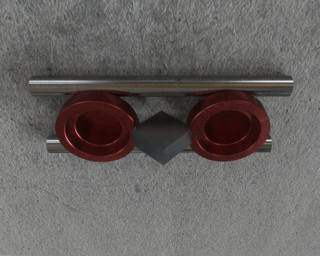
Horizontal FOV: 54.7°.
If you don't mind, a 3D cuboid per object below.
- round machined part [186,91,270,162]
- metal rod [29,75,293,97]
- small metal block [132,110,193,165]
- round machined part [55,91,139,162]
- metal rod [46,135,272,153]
[{"bbox_3d":[0.082,-0.006,0.386,0.099,0.042,0.097,0,130,0],"label":"round machined part"},{"bbox_3d":[0.002,-0.050,0.366,0.302,0.025,0.025,0,130,-1],"label":"metal rod"},{"bbox_3d":[0.003,0.010,0.366,0.050,0.050,0.025,31,138,32],"label":"small metal block"},{"bbox_3d":[-0.075,-0.006,0.386,0.099,0.042,0.097,0,130,0],"label":"round machined part"},{"bbox_3d":[0.000,0.022,0.427,0.302,0.025,0.025,0,130,-1],"label":"metal rod"}]
